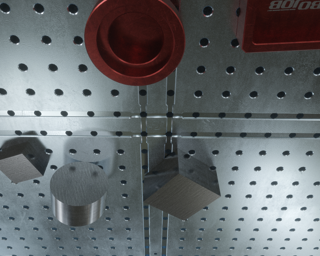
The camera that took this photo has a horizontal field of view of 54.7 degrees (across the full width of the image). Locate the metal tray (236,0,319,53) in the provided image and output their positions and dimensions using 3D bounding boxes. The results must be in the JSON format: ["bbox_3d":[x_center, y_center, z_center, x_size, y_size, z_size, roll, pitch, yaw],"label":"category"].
[{"bbox_3d":[0.147,-0.124,0.303,0.131,0.030,0.089,-3,130,2],"label":"metal tray"}]

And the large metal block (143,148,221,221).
[{"bbox_3d":[0.032,0.088,0.470,0.080,0.050,0.080,31,123,-24],"label":"large metal block"}]

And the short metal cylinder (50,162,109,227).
[{"bbox_3d":[-0.118,0.096,0.456,0.081,0.080,0.050,8,130,-7],"label":"short metal cylinder"}]

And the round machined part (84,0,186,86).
[{"bbox_3d":[-0.024,-0.095,0.319,0.099,0.042,0.097,0,130,0],"label":"round machined part"}]

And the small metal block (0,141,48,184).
[{"bbox_3d":[-0.203,0.051,0.453,0.050,0.025,0.050,-16,129,13],"label":"small metal block"}]
